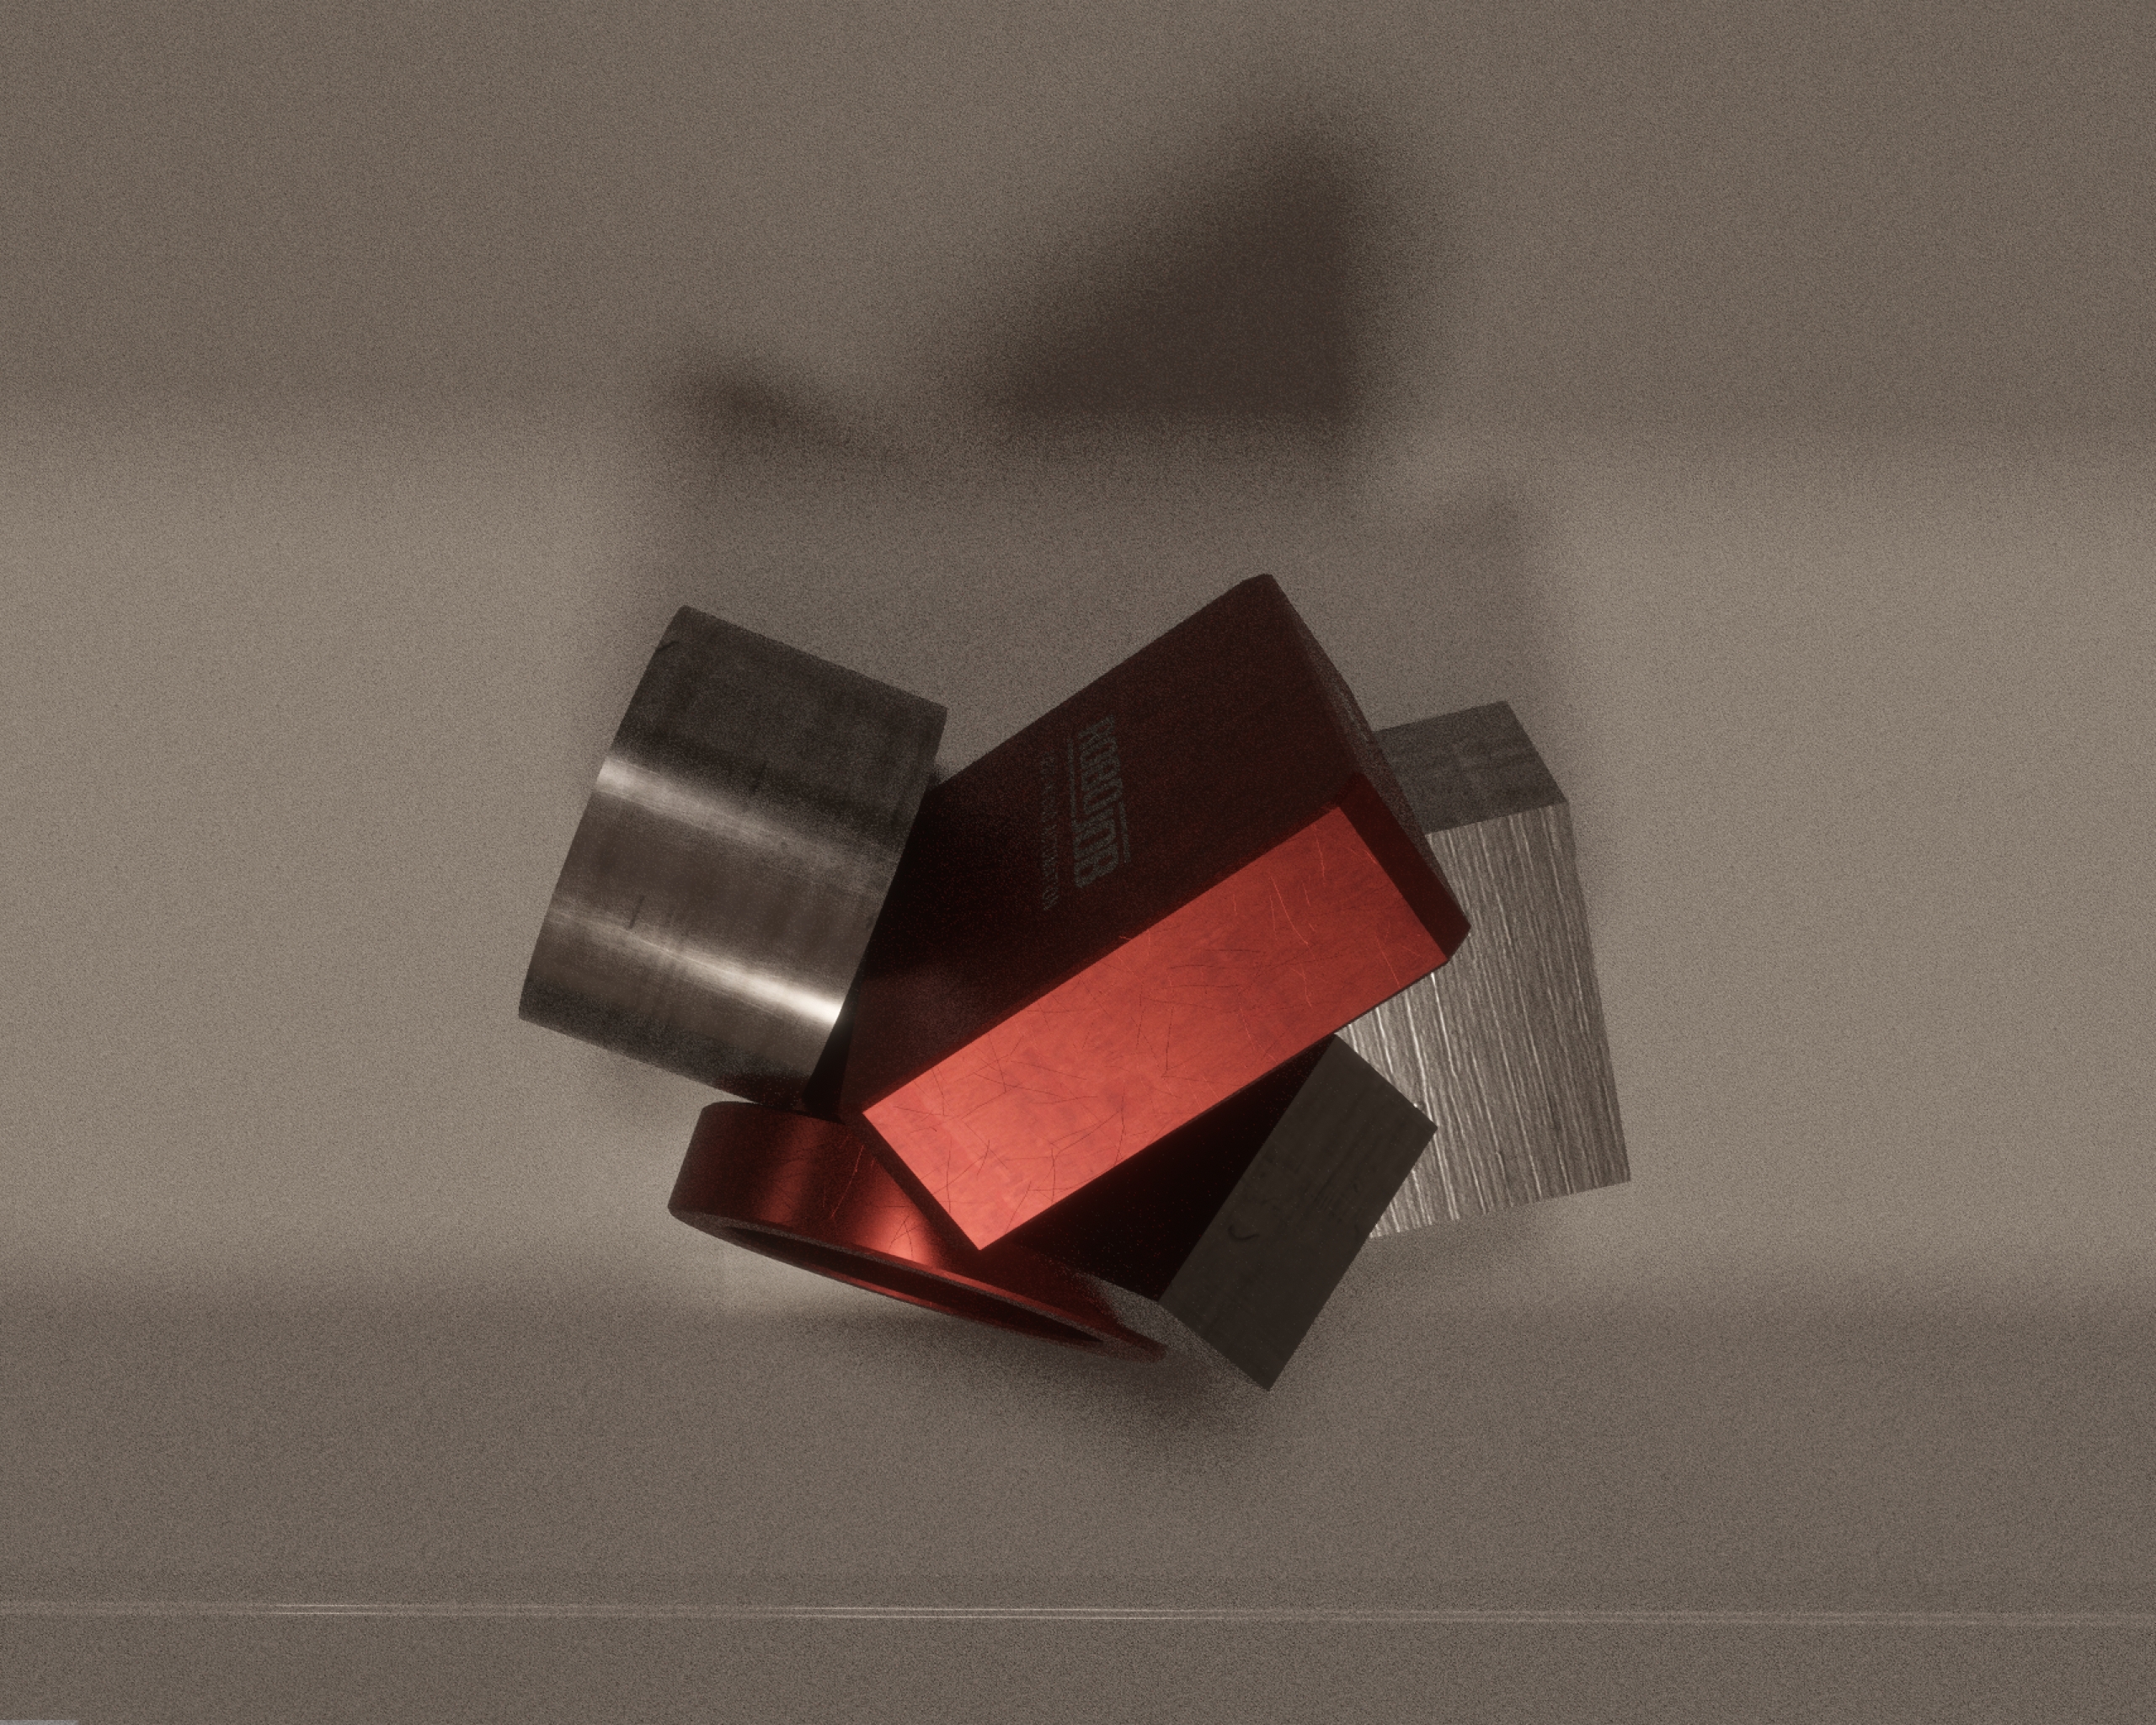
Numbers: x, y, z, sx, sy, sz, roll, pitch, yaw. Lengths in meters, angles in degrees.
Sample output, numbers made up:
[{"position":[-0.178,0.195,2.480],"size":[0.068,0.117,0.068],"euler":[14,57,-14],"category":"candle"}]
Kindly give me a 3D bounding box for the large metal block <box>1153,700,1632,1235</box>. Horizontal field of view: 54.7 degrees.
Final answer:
[{"position":[0.054,0.023,0.398],"size":[0.080,0.050,0.080],"euler":[-13,114,4],"category":"large metal block"}]

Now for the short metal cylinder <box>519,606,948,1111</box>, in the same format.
[{"position":[-0.062,0.000,0.379],"size":[0.050,0.080,0.079],"euler":[21,109,-8],"category":"short metal cylinder"}]

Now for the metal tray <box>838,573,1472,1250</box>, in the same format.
[{"position":[0.009,0.001,0.354],"size":[0.090,0.130,0.030],"euler":[-33,108,11],"category":"metal tray"}]

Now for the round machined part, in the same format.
[{"position":[-0.025,0.062,0.403],"size":[0.099,0.098,0.042],"euler":[19,74,-8],"category":"round machined part"}]

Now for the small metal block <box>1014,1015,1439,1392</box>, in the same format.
[{"position":[0.023,0.053,0.344],"size":[0.025,0.050,0.050],"euler":[43,73,-21],"category":"small metal block"}]
